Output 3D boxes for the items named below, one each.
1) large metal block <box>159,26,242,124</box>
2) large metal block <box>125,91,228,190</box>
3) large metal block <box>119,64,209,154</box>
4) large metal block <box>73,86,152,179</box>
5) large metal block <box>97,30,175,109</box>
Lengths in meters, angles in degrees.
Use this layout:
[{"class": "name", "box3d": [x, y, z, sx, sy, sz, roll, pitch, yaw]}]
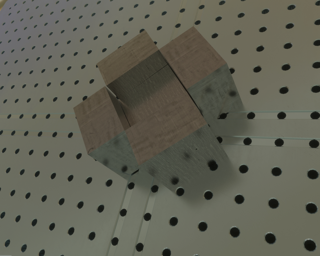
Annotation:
[{"class": "large metal block", "box3d": [0.051, -0.064, 0.386, 0.050, 0.080, 0.080, -33, 52, 6]}, {"class": "large metal block", "box3d": [0.020, 0.018, 0.353, 0.080, 0.080, 0.050, -32, 52, 7]}, {"class": "large metal block", "box3d": [0.003, -0.022, 0.403, 0.080, 0.050, 0.080, -34, 50, 8]}, {"class": "large metal block", "box3d": [-0.058, 0.007, 0.400, 0.050, 0.080, 0.080, -34, 52, 6]}, {"class": "large metal block", "box3d": [-0.027, -0.074, 0.434, 0.080, 0.080, 0.050, -34, 51, 6]}]
